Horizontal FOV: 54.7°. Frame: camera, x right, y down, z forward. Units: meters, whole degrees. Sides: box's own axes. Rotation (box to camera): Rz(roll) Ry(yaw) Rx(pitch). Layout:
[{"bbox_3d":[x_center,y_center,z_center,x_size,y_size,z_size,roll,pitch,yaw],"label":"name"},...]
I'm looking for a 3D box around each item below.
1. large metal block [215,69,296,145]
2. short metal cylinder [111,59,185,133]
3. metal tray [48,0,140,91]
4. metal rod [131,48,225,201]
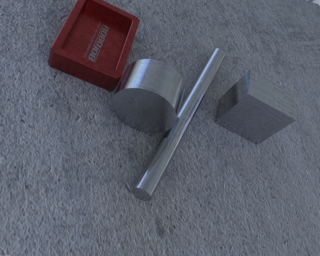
[{"bbox_3d":[0.141,-0.028,0.461,0.080,0.080,0.050,26,53,-12],"label":"large metal block"},{"bbox_3d":[-0.014,-0.038,0.384,0.080,0.080,0.050,26,53,-12],"label":"short metal cylinder"},{"bbox_3d":[-0.086,-0.122,0.428,0.091,0.030,0.130,22,53,-15],"label":"metal tray"},{"bbox_3d":[0.040,-0.026,0.440,0.025,0.025,0.301,35,51,-5],"label":"metal rod"}]
